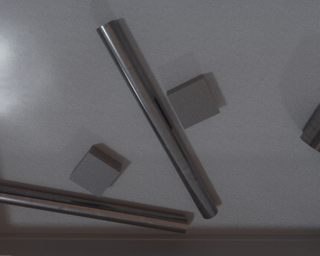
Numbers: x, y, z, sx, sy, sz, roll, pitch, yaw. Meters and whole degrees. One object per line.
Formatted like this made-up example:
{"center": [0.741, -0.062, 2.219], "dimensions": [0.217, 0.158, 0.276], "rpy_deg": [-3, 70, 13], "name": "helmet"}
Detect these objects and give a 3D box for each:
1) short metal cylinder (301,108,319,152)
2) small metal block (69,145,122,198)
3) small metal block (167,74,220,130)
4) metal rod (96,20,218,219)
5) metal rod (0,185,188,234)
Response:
{"center": [0.228, 0.011, 0.389], "dimensions": [0.080, 0.080, 0.050], "rpy_deg": [23, 108, -9], "name": "short metal cylinder"}
{"center": [-0.089, 0.061, 0.433], "dimensions": [0.050, 0.025, 0.050], "rpy_deg": [36, 106, -13], "name": "small metal block"}
{"center": [0.043, -0.034, 0.400], "dimensions": [0.050, 0.025, 0.050], "rpy_deg": [-26, 108, 8], "name": "small metal block"}
{"center": [0.005, 0.002, 0.412], "dimensions": [0.025, 0.025, 0.299], "rpy_deg": [-26, 108, 9], "name": "metal rod"}
{"center": [-0.109, 0.117, 0.453], "dimensions": [0.302, 0.025, 0.025], "rpy_deg": [11, 110, -5], "name": "metal rod"}
